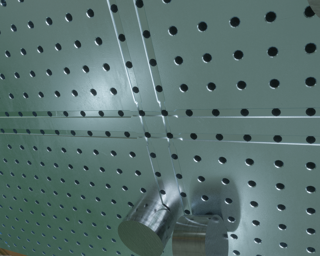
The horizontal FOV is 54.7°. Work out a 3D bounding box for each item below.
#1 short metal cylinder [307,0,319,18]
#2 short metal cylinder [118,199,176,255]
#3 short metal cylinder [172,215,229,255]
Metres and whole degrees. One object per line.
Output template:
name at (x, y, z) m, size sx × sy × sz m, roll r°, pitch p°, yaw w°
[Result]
short metal cylinder at (0.156, -0.121, 0.238) m, size 0.080 × 0.050 × 0.079 m, roll 13°, pitch 124°, yaw 20°
short metal cylinder at (-0.021, 0.164, 0.506) m, size 0.080 × 0.050 × 0.079 m, roll 13°, pitch 124°, yaw 20°
short metal cylinder at (0.060, 0.166, 0.446) m, size 0.050 × 0.080 × 0.080 m, roll -10°, pitch 113°, yaw 32°
